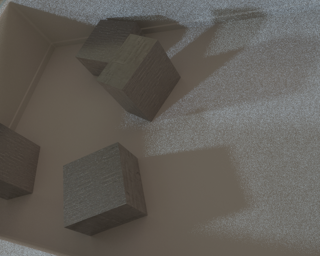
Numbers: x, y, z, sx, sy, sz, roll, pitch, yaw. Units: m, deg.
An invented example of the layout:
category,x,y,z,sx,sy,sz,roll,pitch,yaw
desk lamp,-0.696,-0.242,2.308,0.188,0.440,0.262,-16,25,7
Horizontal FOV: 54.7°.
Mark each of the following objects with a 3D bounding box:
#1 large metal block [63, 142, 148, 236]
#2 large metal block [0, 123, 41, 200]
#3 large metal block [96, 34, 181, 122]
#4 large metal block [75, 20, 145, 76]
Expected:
category,x,y,z,sx,sy,sz,roll,pitch,yaw
large metal block,-0.068,0.075,0.378,0.080,0.050,0.080,-24,53,13
large metal block,-0.231,0.052,0.457,0.050,0.080,0.080,-17,55,18
large metal block,-0.026,-0.068,0.424,0.050,0.080,0.080,24,75,36
large metal block,-0.076,-0.127,0.506,0.080,0.050,0.080,17,71,34
